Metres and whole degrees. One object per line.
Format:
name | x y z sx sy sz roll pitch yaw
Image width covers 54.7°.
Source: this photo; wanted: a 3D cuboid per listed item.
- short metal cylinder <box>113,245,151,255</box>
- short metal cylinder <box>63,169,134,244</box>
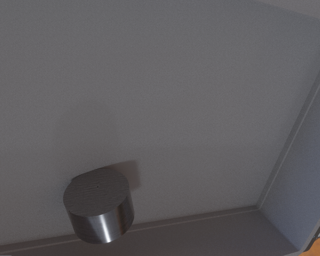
short metal cylinder | -0.046 0.247 0.525 0.081 0.050 0.079 -14 124 -21
short metal cylinder | -0.076 0.097 0.393 0.081 0.080 0.050 -18 126 -18
